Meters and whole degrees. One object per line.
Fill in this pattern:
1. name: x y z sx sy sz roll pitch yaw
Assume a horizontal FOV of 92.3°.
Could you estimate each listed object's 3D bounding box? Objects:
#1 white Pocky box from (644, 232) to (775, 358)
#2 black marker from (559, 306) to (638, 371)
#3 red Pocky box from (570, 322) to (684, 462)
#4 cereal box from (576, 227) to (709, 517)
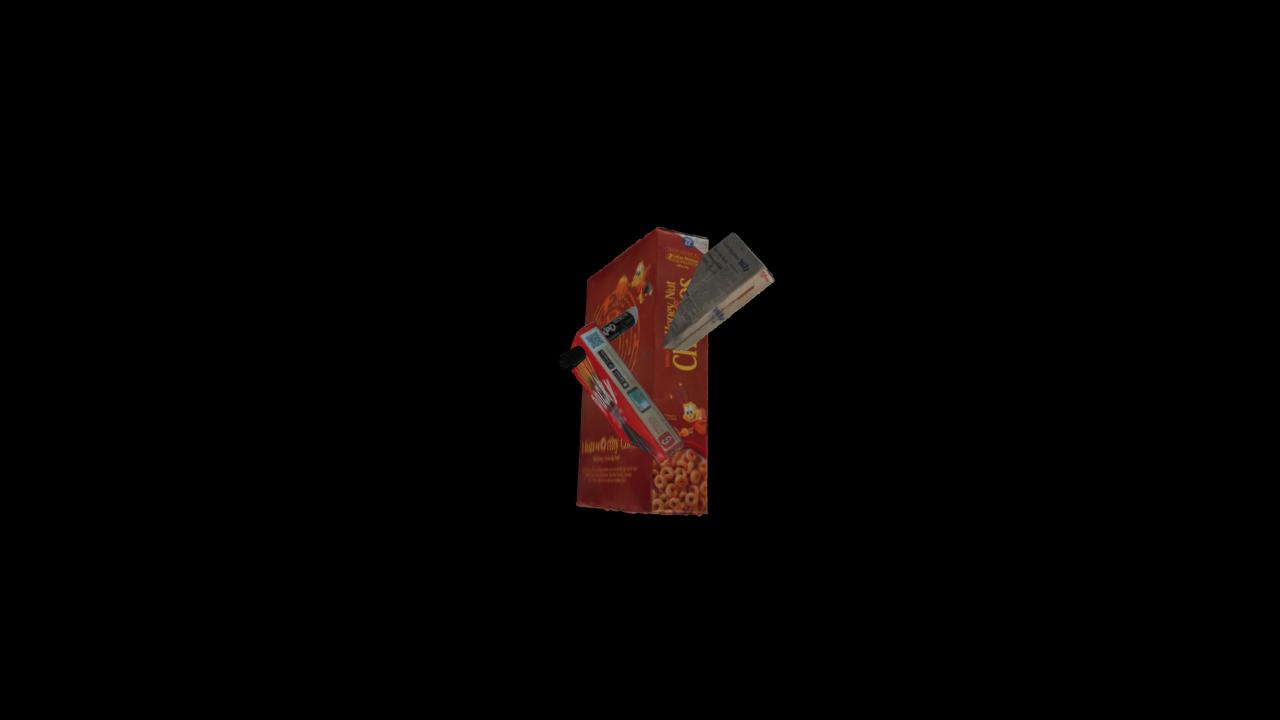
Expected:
1. white Pocky box: 0.060 -0.064 0.657 0.028 0.154 0.084 43 14 -39
2. black marker: -0.040 -0.023 0.636 0.020 0.020 0.121 0 28 42
3. red Pocky box: -0.020 0.041 0.635 0.028 0.155 0.083 -33 -11 -23
4. cereal box: 0.000 0.022 0.725 0.081 0.306 0.203 8 -14 -26
